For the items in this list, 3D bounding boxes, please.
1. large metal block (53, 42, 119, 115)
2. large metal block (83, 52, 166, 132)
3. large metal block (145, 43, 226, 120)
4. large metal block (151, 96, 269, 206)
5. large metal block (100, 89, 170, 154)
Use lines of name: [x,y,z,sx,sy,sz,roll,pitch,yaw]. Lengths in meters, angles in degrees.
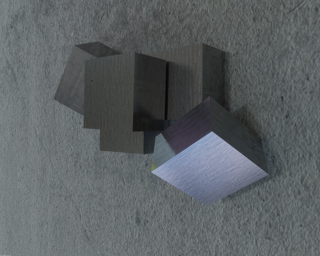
large metal block: [-0.095,-0.072,0.438,0.050,0.080,0.080,29,112,1]
large metal block: [-0.041,-0.038,0.354,0.080,0.050,0.079,3,92,39]
large metal block: [0.029,-0.049,0.365,0.080,0.050,0.079,0,90,39]
large metal block: [0.050,0.027,0.320,0.080,0.080,0.050,-38,29,33]
large metal block: [-0.034,-0.009,0.414,0.080,0.050,0.079,0,90,39]
